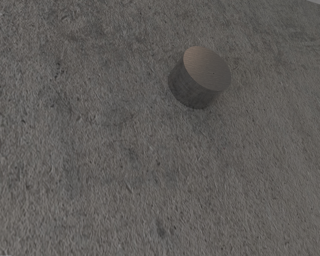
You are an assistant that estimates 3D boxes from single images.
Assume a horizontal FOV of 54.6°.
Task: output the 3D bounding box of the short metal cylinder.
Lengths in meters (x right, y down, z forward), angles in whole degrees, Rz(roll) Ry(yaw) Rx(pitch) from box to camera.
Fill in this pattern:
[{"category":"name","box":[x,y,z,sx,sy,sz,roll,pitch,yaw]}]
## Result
[{"category":"short metal cylinder","box":[0.059,-0.075,0.464,0.081,0.050,0.080,13,56,-21]}]
